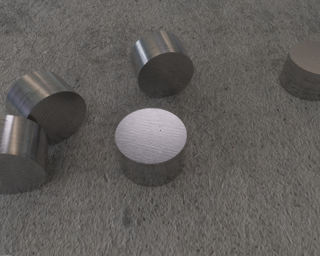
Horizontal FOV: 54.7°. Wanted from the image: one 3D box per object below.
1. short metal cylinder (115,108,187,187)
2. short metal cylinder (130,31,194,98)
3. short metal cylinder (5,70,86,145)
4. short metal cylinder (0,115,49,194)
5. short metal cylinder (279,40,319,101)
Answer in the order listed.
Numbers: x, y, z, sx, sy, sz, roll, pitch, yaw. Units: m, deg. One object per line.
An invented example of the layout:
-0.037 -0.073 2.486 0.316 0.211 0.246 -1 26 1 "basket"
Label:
-0.010 0.023 0.368 0.080 0.050 0.080 0 50 0 "short metal cylinder"
0.002 -0.090 0.443 0.081 0.080 0.050 -12 51 -10 "short metal cylinder"
-0.141 -0.024 0.387 0.080 0.080 0.050 -34 58 -25 "short metal cylinder"
-0.166 0.031 0.340 0.081 0.080 0.050 -7 51 -6 "short metal cylinder"
0.226 -0.086 0.460 0.080 0.050 0.080 0 50 0 "short metal cylinder"
